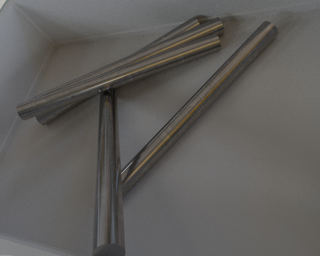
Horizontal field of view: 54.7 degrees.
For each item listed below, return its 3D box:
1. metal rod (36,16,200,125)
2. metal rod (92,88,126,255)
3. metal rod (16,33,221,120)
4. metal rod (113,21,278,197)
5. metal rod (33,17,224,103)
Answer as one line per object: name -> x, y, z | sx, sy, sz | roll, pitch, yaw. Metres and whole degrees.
metal rod -> -0.071, -0.087, 0.496 | 0.300, 0.025, 0.025 | -29, 52, 9
metal rod -> -0.060, 0.018, 0.362 | 0.025, 0.025, 0.300 | -30, 32, 9
metal rod -> -0.060, -0.072, 0.445 | 0.301, 0.025, 0.025 | -19, 53, 3
metal rod -> 0.042, -0.024, 0.397 | 0.300, 0.025, 0.025 | -46, 51, -4
metal rod -> -0.050, -0.093, 0.465 | 0.301, 0.025, 0.025 | -22, 53, 5
